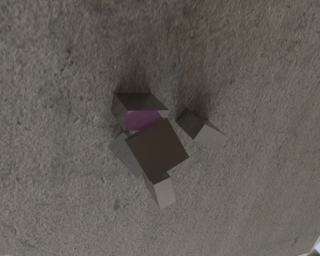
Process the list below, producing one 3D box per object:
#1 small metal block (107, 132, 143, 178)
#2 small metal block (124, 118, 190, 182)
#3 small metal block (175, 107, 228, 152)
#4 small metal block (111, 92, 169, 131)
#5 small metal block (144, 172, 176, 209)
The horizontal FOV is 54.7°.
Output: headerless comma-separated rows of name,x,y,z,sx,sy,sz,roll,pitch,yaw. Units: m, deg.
small metal block,-0.033,0.031,0.380,0.025,0.050,0.050,-43,88,1
small metal block,-0.004,0.023,0.341,0.050,0.025,0.050,-31,99,-9
small metal block,0.057,0.002,0.425,0.050,0.050,0.025,26,104,-37
small metal block,-0.025,-0.020,0.366,0.050,0.050,0.025,-3,120,-28
small metal block,-0.003,0.077,0.438,0.025,0.050,0.050,-23,127,-15
